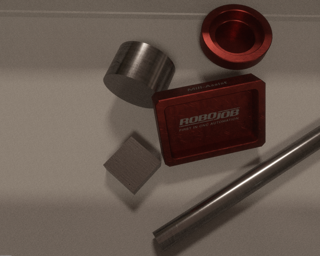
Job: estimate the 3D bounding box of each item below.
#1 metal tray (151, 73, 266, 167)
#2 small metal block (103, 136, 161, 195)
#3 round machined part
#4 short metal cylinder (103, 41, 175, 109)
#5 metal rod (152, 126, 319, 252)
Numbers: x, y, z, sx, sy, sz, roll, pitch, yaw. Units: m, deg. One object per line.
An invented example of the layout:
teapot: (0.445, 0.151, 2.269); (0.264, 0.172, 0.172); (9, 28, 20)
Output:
metal tray: (0.062, -0.009, 0.381); (0.131, 0.089, 0.030); (-12, 27, -5)
small metal block: (-0.034, 0.048, 0.392); (0.050, 0.025, 0.050); (40, 74, 13)
round machined part: (0.106, -0.126, 0.448); (0.099, 0.042, 0.098); (0, 70, -1)
short metal cylinder: (-0.026, -0.067, 0.405); (0.080, 0.080, 0.050); (20, 71, 7)
metal rod: (0.126, 0.060, 0.389); (0.302, 0.025, 0.025); (-30, 73, -11)
